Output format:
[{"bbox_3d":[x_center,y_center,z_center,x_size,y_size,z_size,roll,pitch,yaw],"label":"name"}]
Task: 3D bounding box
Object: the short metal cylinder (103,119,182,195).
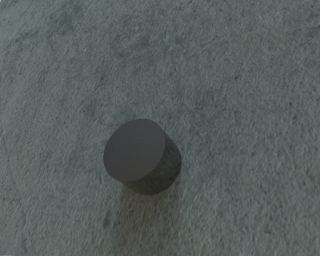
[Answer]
[{"bbox_3d":[-0.020,0.035,0.376,0.080,0.050,0.080,-13,56,20],"label":"short metal cylinder"}]
